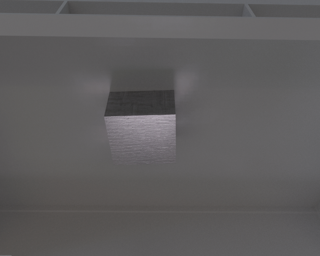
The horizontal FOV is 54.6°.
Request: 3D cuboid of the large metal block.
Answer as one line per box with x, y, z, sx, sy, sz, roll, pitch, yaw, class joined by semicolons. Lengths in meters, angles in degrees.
-0.021;0.000;0.392;0.080;0.050;0.080;-2;130;1;large metal block
